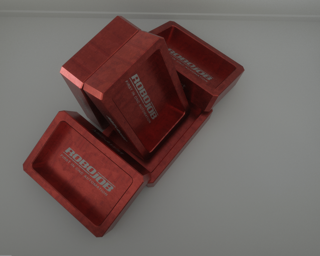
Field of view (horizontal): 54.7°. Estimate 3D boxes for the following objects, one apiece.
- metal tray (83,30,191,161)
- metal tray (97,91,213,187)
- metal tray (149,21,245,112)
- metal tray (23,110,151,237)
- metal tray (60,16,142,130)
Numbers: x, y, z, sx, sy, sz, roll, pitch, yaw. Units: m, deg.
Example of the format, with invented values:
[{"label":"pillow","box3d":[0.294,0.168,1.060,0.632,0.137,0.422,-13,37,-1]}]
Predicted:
[{"label":"metal tray","box3d":[-0.017,-0.031,0.350,0.030,0.130,0.090,31,71,35]},{"label":"metal tray","box3d":[-0.005,0.000,0.405,0.090,0.030,0.130,37,74,12]},{"label":"metal tray","box3d":[0.038,-0.088,0.420,0.130,0.030,0.090,37,49,12]},{"label":"metal tray","box3d":[-0.088,0.051,0.367,0.130,0.030,0.090,38,98,12]},{"label":"metal tray","box3d":[-0.059,-0.059,0.372,0.030,0.130,0.090,38,75,13]}]
